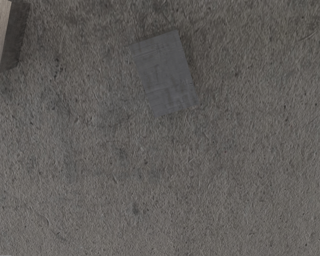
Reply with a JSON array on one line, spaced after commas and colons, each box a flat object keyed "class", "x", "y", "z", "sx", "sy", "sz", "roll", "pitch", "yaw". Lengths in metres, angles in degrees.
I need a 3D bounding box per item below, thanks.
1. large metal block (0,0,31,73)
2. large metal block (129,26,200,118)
[{"class": "large metal block", "x": -0.205, "y": -0.117, "z": 0.351, "sx": 0.080, "sy": 0.050, "sz": 0.079, "roll": 19, "pitch": 109, "yaw": -7}, {"class": "large metal block", "x": 0.006, "y": -0.068, "z": 0.355, "sx": 0.050, "sy": 0.080, "sz": 0.080, "roll": -17, "pitch": 109, "yaw": 6}]
